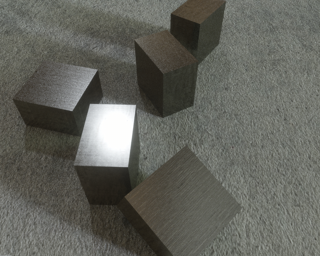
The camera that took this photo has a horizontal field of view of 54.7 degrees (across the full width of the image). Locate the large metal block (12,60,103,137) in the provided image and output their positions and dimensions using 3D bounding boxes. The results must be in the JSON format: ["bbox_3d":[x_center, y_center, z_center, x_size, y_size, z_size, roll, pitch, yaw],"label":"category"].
[{"bbox_3d":[-0.133,-0.042,0.421,0.080,0.050,0.080,11,51,9],"label":"large metal block"}]

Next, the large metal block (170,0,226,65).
[{"bbox_3d":[0.060,-0.158,0.501,0.050,0.080,0.080,28,56,21],"label":"large metal block"}]

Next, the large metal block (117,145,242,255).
[{"bbox_3d":[0.017,0.078,0.305,0.080,0.050,0.080,-37,81,-27],"label":"large metal block"}]

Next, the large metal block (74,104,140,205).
[{"bbox_3d":[-0.052,0.030,0.341,0.050,0.080,0.080,1,50,2],"label":"large metal block"}]

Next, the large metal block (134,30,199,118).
[{"bbox_3d":[0.007,-0.075,0.431,0.050,0.080,0.080,-23,54,-18],"label":"large metal block"}]
